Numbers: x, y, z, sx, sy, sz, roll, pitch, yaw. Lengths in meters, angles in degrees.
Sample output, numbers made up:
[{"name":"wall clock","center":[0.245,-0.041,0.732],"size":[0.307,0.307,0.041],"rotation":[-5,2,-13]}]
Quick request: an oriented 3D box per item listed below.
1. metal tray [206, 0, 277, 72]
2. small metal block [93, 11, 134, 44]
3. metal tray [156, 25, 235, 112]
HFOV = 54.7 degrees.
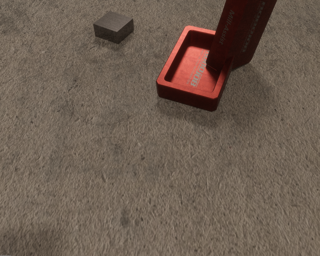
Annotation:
[{"name":"metal tray","center":[0.122,-0.151,0.451],"size":[0.030,0.129,0.091],"rotation":[38,43,27]},{"name":"small metal block","center":[-0.082,-0.180,0.554],"size":[0.050,0.025,0.050],"rotation":[24,54,18]},{"name":"metal tray","center":[0.060,-0.093,0.465],"size":[0.090,0.030,0.130],"rotation":[17,61,15]}]
